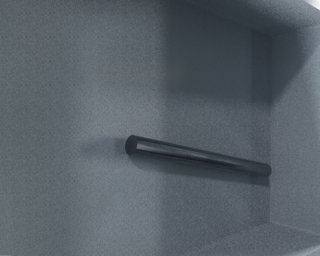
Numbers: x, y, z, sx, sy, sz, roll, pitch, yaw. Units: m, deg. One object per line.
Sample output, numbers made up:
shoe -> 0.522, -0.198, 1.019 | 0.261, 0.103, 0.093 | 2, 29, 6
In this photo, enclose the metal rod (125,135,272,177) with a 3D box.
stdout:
metal rod -> 0.079, 0.049, 0.471 | 0.302, 0.025, 0.025 | 14, 81, -39
